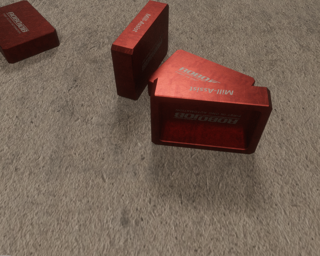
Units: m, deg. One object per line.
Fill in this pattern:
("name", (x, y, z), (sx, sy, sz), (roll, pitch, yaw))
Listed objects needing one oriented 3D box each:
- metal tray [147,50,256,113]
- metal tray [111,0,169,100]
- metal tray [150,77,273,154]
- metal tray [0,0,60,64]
("metal tray", (0.059, -0.060, 0.451), (0.130, 0.030, 0.090), (27, 55, 20))
("metal tray", (-0.025, -0.116, 0.457), (0.030, 0.089, 0.130), (17, 52, 14))
("metal tray", (0.056, -0.012, 0.371), (0.131, 0.089, 0.030), (6, 51, 4))
("metal tray", (-0.247, -0.172, 0.541), (0.091, 0.030, 0.130), (-30, 57, -24))
